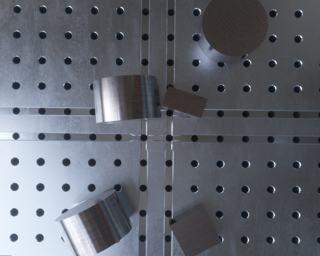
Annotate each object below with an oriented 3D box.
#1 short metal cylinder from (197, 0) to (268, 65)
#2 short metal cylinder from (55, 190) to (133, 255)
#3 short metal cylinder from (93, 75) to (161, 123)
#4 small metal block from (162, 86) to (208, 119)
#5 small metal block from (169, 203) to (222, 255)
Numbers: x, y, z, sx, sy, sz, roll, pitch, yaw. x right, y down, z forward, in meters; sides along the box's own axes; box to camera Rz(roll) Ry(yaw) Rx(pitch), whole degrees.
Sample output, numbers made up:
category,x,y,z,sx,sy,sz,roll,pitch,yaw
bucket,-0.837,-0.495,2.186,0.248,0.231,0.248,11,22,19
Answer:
category,x,y,z,sx,sy,sz,roll,pitch,yaw
short metal cylinder,0.091,-0.127,0.401,0.081,0.050,0.079,0,90,0
short metal cylinder,-0.081,0.118,0.385,0.080,0.080,0.050,-25,90,0
short metal cylinder,-0.041,-0.034,0.385,0.081,0.080,0.050,-5,90,0
small metal block,0.030,-0.032,0.401,0.050,0.050,0.025,18,90,0
small metal block,0.046,0.137,0.414,0.050,0.025,0.050,-28,90,0
